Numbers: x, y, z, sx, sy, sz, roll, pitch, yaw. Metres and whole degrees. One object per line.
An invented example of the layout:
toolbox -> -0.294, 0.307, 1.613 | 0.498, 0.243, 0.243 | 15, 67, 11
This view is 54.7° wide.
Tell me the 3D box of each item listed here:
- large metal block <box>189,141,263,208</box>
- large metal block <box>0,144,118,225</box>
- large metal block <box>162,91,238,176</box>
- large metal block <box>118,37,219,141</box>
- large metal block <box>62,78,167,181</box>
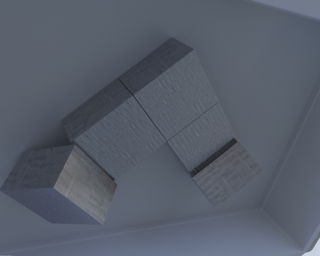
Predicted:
large metal block -> 0.092, 0.067, 0.454 | 0.080, 0.050, 0.080 | -38, 173, -3
large metal block -> -0.109, 0.066, 0.343 | 0.080, 0.050, 0.080 | -8, 137, 29
large metal block -> 0.048, 0.005, 0.419 | 0.080, 0.050, 0.080 | -38, 129, -3
large metal block -> 0.012, -0.045, 0.368 | 0.080, 0.050, 0.080 | -38, 129, -3
large metal block -> -0.052, 0.004, 0.364 | 0.080, 0.050, 0.080 | -38, 129, -3
